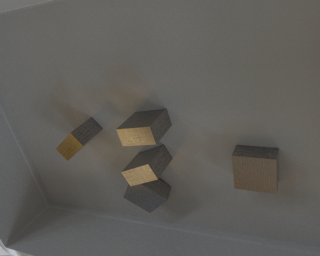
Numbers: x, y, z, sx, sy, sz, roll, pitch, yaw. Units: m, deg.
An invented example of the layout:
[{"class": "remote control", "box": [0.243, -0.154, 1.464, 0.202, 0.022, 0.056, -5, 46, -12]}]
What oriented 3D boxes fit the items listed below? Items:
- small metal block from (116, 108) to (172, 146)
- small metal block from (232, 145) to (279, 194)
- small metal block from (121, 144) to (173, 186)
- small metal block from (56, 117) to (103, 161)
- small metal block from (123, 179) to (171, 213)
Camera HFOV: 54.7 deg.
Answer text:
[{"class": "small metal block", "box": [-0.020, -0.001, 0.401, 0.050, 0.050, 0.025, -5, 116, 30]}, {"class": "small metal block", "box": [0.117, 0.050, 0.377, 0.050, 0.025, 0.050, 3, 120, 26]}, {"class": "small metal block", "box": [-0.018, 0.052, 0.432, 0.050, 0.050, 0.025, -21, 107, 35]}, {"class": "small metal block", "box": [-0.120, 0.016, 0.464, 0.025, 0.050, 0.050, 47, 129, -5]}, {"class": "small metal block", "box": [-0.019, 0.098, 0.471, 0.050, 0.025, 0.050, 33, 130, -12]}]
